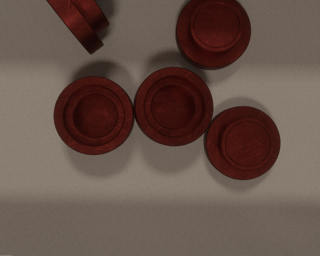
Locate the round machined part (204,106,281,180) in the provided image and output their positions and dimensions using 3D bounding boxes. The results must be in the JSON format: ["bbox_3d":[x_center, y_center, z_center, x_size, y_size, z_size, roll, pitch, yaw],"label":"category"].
[{"bbox_3d":[0.109,0.020,0.404,0.099,0.042,0.097,0,90,-1],"label":"round machined part"}]

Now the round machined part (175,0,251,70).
[{"bbox_3d":[0.070,-0.128,0.404,0.099,0.042,0.097,0,90,-1],"label":"round machined part"}]

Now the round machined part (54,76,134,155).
[{"bbox_3d":[-0.082,-0.015,0.402,0.099,0.042,0.097,0,90,0],"label":"round machined part"}]

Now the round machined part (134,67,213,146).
[{"bbox_3d":[0.015,-0.026,0.398,0.099,0.042,0.097,0,89,-11],"label":"round machined part"}]

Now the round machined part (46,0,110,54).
[{"bbox_3d":[-0.098,-0.141,0.374,0.042,0.098,0.098,-38,90,0],"label":"round machined part"}]
